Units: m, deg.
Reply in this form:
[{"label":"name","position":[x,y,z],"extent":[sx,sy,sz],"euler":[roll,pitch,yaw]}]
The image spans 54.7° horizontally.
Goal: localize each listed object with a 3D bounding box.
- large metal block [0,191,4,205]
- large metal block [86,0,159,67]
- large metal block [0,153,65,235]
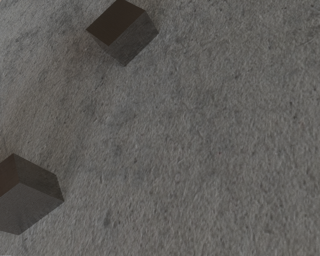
[{"label":"large metal block","position":[-0.300,0.108,0.476],"extent":[0.080,0.050,0.080],"euler":[-45,51,-4]},{"label":"large metal block","position":[-0.063,-0.162,0.518],"extent":[0.080,0.050,0.080],"euler":[-46,51,-4]},{"label":"large metal block","position":[-0.191,0.090,0.411],"extent":[0.080,0.080,0.050],"euler":[-37,51,3]}]
